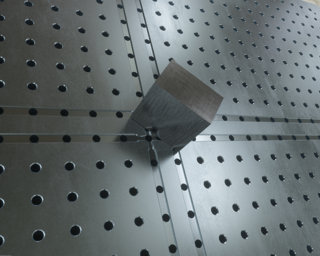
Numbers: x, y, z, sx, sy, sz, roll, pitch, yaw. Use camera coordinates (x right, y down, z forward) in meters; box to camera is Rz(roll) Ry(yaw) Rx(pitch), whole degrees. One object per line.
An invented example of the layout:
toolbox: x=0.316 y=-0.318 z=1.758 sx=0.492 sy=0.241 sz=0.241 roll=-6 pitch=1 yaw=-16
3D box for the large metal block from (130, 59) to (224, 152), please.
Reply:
large metal block: x=0.020 y=-0.026 z=0.399 sx=0.080 sy=0.080 sz=0.050 roll=36 pitch=51 yaw=-5
